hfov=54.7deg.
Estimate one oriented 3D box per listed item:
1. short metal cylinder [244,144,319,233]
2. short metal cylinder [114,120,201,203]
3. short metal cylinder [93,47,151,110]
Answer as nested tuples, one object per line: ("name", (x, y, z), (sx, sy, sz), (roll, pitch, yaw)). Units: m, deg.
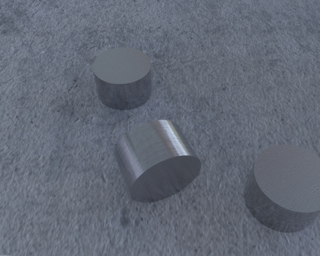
("short metal cylinder", (0.137, 0.065, 0.335), (0.081, 0.050, 0.080), (0, 50, 0))
("short metal cylinder", (-0.003, 0.037, 0.336), (0.081, 0.080, 0.050), (-18, 53, -15))
("short metal cylinder", (-0.053, -0.072, 0.447), (0.081, 0.050, 0.080), (0, 50, 0))
